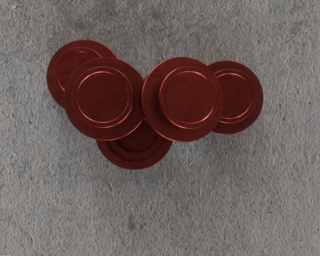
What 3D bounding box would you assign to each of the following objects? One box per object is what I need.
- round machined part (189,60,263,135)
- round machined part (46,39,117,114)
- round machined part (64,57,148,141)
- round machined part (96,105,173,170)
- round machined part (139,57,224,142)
[{"bbox_3d":[0.086,-0.040,0.403,0.099,0.042,0.097,0,90,-1],"label":"round machined part"},{"bbox_3d":[-0.098,-0.066,0.401,0.099,0.042,0.097,0,90,-1],"label":"round machined part"},{"bbox_3d":[-0.063,-0.034,0.359,0.099,0.042,0.097,0,90,-1],"label":"round machined part"},{"bbox_3d":[-0.031,0.003,0.402,0.099,0.042,0.097,0,90,-1],"label":"round machined part"},{"bbox_3d":[0.028,-0.033,0.351,0.099,0.042,0.097,0,89,-14],"label":"round machined part"}]
